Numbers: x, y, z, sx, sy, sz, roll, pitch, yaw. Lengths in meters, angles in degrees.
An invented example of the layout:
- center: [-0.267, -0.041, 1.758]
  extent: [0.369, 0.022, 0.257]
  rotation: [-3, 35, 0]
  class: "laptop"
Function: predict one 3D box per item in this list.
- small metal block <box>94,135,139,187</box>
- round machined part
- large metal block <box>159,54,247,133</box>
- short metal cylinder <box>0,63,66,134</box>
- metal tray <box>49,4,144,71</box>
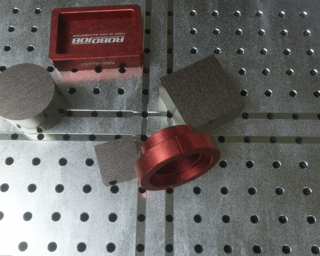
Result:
- center: [-0.052, 0.042, 0.396]
  extent: [0.050, 0.025, 0.050]
  rotation: [-16, 71, -6]
  class: "small metal block"
- center: [0.017, 0.032, 0.362]
  extent: [0.099, 0.098, 0.042]
  rotation: [-19, 61, -7]
  class: "round machined part"
- center: [0.053, -0.039, 0.413]
  extent: [0.080, 0.050, 0.080]
  rotation: [-26, 72, -9]
  class: "large metal block"
- center: [-0.173, -0.038, 0.411]
  extent: [0.081, 0.050, 0.080]
  rotation: [0, 70, 0]
  class: "short metal cylinder"
- center: [-0.091, -0.134, 0.457]
  extent: [0.131, 0.030, 0.090]
  rotation: [-3, 70, -2]
  class: "metal tray"
